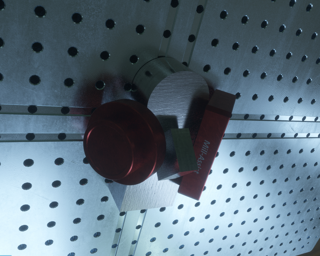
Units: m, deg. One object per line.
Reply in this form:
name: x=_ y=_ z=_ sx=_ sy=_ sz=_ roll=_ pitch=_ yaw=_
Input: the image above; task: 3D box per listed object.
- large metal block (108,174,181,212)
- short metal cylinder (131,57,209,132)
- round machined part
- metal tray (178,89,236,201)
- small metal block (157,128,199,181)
large metal block: x=-0.017 y=0.063 z=0.424 sx=0.081 sy=0.050 sz=0.079 roll=2 pitch=118 yaw=-30
short metal cylinder: x=0.012 y=-0.040 z=0.376 sx=0.081 sy=0.050 sz=0.079 roll=-14 pitch=124 yaw=-21
round machined part: x=-0.046 y=0.019 z=0.345 sx=0.042 sy=0.098 sz=0.097 roll=-26 pitch=137 yaw=-56
metal tray: x=0.064 y=0.021 z=0.419 sx=0.030 sy=0.090 sz=0.129 roll=20 pitch=115 yaw=10
small metal block: x=0.016 y=0.032 z=0.368 sx=0.025 sy=0.050 sz=0.050 roll=-2 pitch=162 yaw=-31
